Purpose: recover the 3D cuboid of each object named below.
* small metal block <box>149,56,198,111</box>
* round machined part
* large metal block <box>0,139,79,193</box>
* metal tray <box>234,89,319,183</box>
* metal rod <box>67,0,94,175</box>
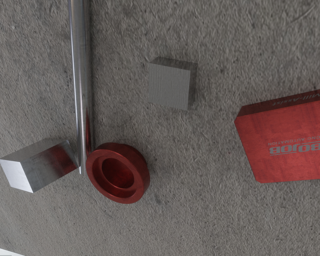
[{"bbox_3d":[0.015,-0.053,0.366,0.050,0.025,0.050,15,125,20],"label":"small metal block"},{"bbox_3d":[-0.058,0.063,0.465,0.098,0.042,0.097,13,124,21],"label":"round machined part"},{"bbox_3d":[-0.193,0.056,0.494,0.080,0.081,0.050,-1,111,43],"label":"large metal block"},{"bbox_3d":[0.156,0.010,0.327,0.130,0.030,0.090,-12,113,33],"label":"metal tray"},{"bbox_3d":[-0.107,-0.052,0.430,0.025,0.025,0.298,19,126,17],"label":"metal rod"}]
